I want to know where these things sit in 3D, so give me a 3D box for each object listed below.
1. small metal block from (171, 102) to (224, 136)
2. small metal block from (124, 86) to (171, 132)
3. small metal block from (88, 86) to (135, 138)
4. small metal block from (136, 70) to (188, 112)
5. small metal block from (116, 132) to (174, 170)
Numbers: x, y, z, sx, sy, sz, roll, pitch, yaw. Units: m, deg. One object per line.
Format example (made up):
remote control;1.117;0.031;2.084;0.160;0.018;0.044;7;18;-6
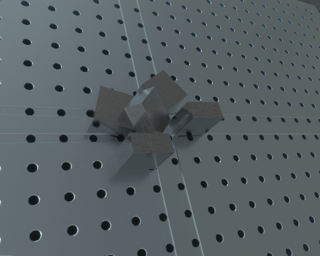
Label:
small metal block;0.050;-0.012;0.429;0.050;0.050;0.025;-1;63;-29
small metal block;-0.014;-0.018;0.390;0.050;0.025;0.050;64;28;-21
small metal block;-0.058;-0.020;0.390;0.050;0.025;0.050;16;55;-19
small metal block;0.002;-0.048;0.440;0.050;0.025;0.050;46;51;4
small metal block;-0.019;0.028;0.366;0.050;0.050;0.025;2;61;-28
